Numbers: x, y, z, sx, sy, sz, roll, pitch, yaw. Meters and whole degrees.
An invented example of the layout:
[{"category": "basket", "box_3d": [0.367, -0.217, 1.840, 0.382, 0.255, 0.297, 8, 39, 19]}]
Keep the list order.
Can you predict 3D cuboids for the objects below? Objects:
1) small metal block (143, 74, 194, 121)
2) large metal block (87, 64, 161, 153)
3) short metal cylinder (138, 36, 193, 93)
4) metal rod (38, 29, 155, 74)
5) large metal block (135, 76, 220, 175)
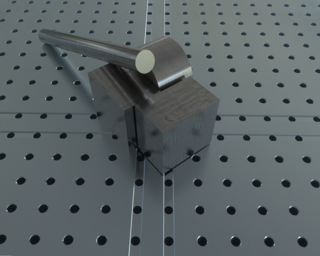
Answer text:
[{"category": "small metal block", "box_3d": [0.012, -0.045, 0.446, 0.050, 0.025, 0.050, -34, 58, -26]}, {"category": "large metal block", "box_3d": [-0.044, -0.029, 0.397, 0.050, 0.080, 0.080, -31, 57, -23]}, {"category": "short metal cylinder", "box_3d": [-0.003, -0.071, 0.398, 0.050, 0.080, 0.080, -30, 56, -23]}, {"category": "metal rod", "box_3d": [-0.108, -0.116, 0.436, 0.025, 0.025, 0.300, -34, 37, -25]}, {"category": "large metal block", "box_3d": [0.020, -0.003, 0.372, 0.081, 0.080, 0.050, -31, 57, -23]}]
